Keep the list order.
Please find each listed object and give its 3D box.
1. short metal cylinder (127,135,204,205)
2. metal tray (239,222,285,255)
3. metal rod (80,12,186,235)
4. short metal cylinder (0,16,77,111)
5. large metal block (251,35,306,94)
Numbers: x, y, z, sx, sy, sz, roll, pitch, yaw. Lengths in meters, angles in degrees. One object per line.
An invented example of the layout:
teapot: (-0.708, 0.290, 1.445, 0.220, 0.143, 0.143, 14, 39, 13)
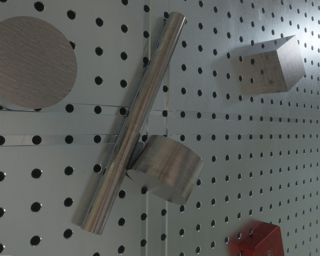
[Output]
short metal cylinder: (0.007, 0.052, 0.382, 0.080, 0.080, 0.050, 45, 63, -31)
metal tray: (0.195, 0.255, 0.574, 0.091, 0.030, 0.129, -20, 103, -38)
metal rod: (-0.026, -0.019, 0.388, 0.025, 0.025, 0.299, 33, 70, -36)
short metal cylinder: (-0.126, -0.057, 0.288, 0.081, 0.050, 0.079, 0, 90, -40)
large metal block: (0.226, -0.120, 0.585, 0.080, 0.050, 0.080, -37, 113, -34)
